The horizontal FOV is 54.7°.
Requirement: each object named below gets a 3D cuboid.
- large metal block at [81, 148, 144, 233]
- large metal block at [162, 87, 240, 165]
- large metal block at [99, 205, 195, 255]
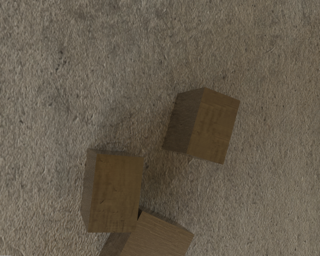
[{"bbox_3d":[-0.058,0.068,0.358,0.050,0.080,0.080,7,88,-20],"label":"large metal block"},{"bbox_3d":[0.050,-0.002,0.398,0.050,0.080,0.080,18,84,-19],"label":"large metal block"},{"bbox_3d":[-0.017,0.147,0.386,0.080,0.050,0.080,32,80,-23],"label":"large metal block"}]
